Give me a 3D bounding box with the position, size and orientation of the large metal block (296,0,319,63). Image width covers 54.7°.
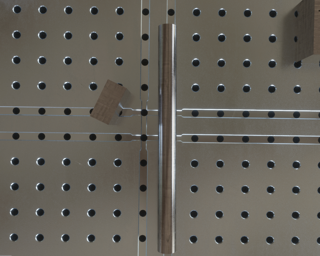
[{"bbox_3d":[0.228,-0.129,0.403,0.081,0.050,0.079,1,90,0],"label":"large metal block"}]

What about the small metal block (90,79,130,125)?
[{"bbox_3d":[-0.063,-0.032,0.400,0.025,0.050,0.050,26,90,0],"label":"small metal block"}]

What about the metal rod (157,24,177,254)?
[{"bbox_3d":[0.010,0.014,0.413,0.025,0.025,0.298,0,90,0],"label":"metal rod"}]
